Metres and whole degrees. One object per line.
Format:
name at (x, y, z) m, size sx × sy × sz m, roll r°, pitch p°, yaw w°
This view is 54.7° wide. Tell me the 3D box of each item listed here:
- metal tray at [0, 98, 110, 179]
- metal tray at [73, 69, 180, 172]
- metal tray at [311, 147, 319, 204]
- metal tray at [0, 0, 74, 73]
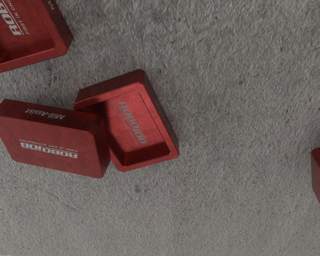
metal tray at (-0.134, 0.015, 0.390) m, size 0.131 × 0.030 × 0.089 m, roll 10°, pitch 137°, yaw 9°
metal tray at (-0.038, -0.003, 0.400) m, size 0.090 × 0.030 × 0.130 m, roll -17°, pitch 128°, yaw 13°
metal tray at (0.275, 0.054, 0.411) m, size 0.130 × 0.030 × 0.090 m, roll -15°, pitch 129°, yaw 12°
metal tray at (-0.154, -0.123, 0.297) m, size 0.090 × 0.030 × 0.129 m, roll -13°, pitch 129°, yaw 10°
